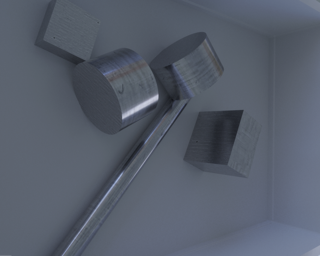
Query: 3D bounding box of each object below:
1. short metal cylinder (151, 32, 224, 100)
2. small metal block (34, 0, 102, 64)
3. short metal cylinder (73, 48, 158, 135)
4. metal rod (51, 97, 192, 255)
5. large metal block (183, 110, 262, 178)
[{"bbox_3d":[0.035,-0.080,0.402,0.080,0.080,0.050,-50,120,-29],"label":"short metal cylinder"},{"bbox_3d":[-0.096,-0.101,0.327,0.050,0.025,0.050,23,76,-38],"label":"small metal block"},{"bbox_3d":[-0.048,-0.039,0.332,0.050,0.080,0.080,-33,111,-35],"label":"short metal cylinder"},{"bbox_3d":[-0.041,0.055,0.373,0.025,0.025,0.301,51,60,-28],"label":"metal rod"},{"bbox_3d":[0.091,0.022,0.449,0.050,0.080,0.080,32,70,-36],"label":"large metal block"}]
